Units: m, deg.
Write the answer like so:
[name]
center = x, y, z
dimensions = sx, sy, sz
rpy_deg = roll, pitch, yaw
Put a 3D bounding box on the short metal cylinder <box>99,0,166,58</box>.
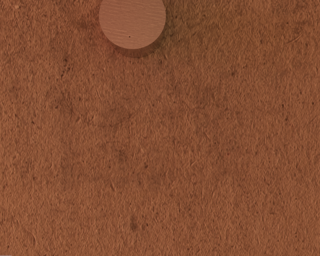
[short metal cylinder]
center = -0.033, -0.135, 0.397
dimensions = 0.080, 0.050, 0.080
rpy_deg = 0, 90, 0
